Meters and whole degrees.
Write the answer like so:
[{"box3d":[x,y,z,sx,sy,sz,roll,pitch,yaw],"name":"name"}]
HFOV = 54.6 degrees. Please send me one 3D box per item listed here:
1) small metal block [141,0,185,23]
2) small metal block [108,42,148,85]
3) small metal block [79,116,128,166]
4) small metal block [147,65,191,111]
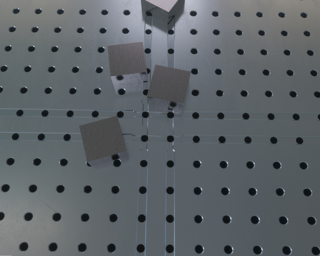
[{"box3d":[0.005,-0.201,0.485,0.050,0.025,0.050,31,73,10],"name":"small metal block"},{"box3d":[-0.046,-0.093,0.446,0.050,0.025,0.050,-8,70,-3],"name":"small metal block"},{"box3d":[-0.073,0.017,0.405,0.050,0.025,0.050,-16,71,-6],"name":"small metal block"},{"box3d":[0.013,-0.056,0.432,0.050,0.025,0.050,12,70,4],"name":"small metal block"}]
